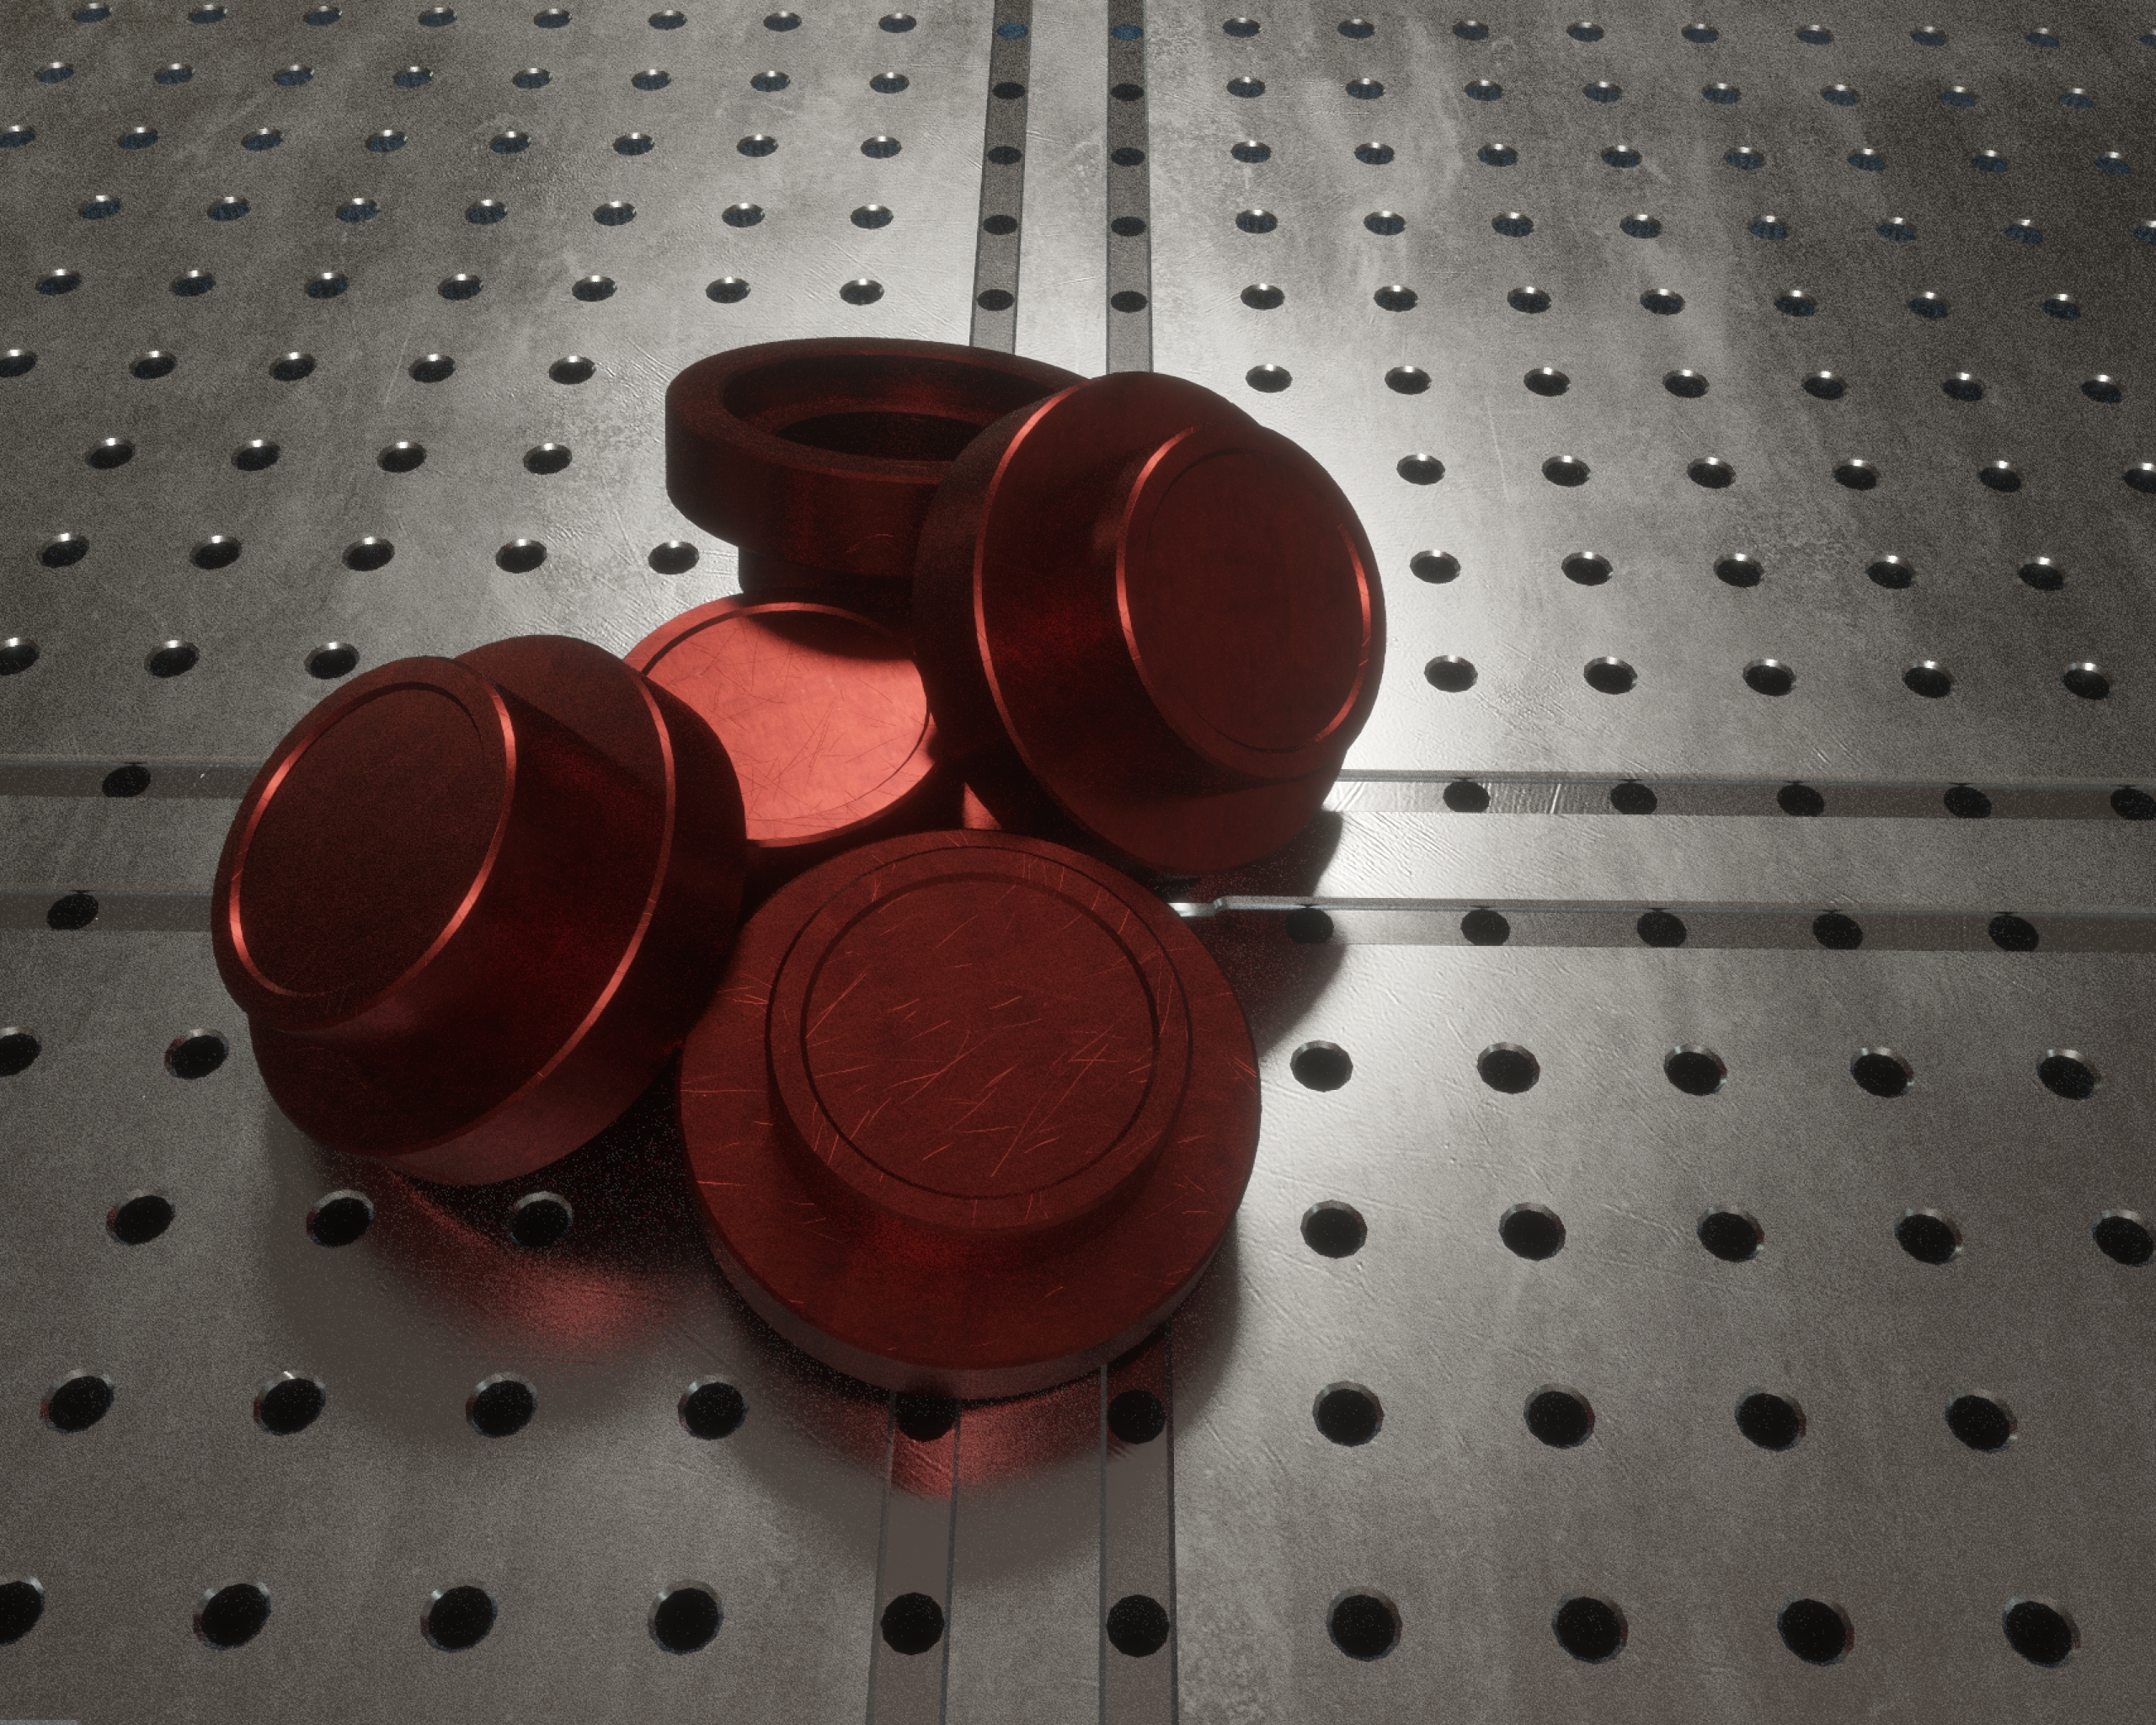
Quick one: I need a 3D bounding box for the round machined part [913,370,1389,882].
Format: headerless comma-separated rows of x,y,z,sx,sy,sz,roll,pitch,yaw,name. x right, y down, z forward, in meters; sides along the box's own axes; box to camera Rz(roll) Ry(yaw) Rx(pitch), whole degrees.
0.021,-0.046,0.397,0.042,0.098,0.098,-9,33,50,round machined part

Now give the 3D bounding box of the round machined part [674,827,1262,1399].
-0.018,0.036,0.350,0.099,0.042,0.098,3,61,-6,round machined part

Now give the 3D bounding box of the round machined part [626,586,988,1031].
-0.056,-0.016,0.408,0.099,0.042,0.098,0,50,0,round machined part

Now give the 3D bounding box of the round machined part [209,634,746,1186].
-0.110,0.003,0.361,0.098,0.042,0.098,-13,61,26,round machined part

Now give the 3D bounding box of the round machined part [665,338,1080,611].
-0.038,-0.078,0.447,0.099,0.042,0.098,5,29,-2,round machined part
